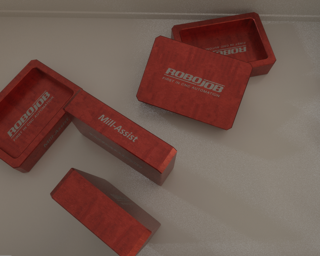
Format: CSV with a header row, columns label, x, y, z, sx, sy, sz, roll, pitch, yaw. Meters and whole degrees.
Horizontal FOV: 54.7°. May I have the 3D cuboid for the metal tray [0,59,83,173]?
label,x,y,z,sx,sy,sz,roll,pitch,yaw
metal tray,-0.173,-0.018,0.411,0.090,0.030,0.130,33,73,11

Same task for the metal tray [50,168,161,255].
label,x,y,z,sx,sy,sz,roll,pitch,yaw
metal tray,-0.047,0.087,0.320,0.090,0.130,0.030,36,81,12

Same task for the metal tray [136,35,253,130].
label,x,y,z,sx,sy,sz,roll,pitch,yaw
metal tray,0.045,-0.059,0.412,0.131,0.030,0.089,19,93,6

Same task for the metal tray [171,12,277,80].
label,x,y,z,sx,sy,sz,roll,pitch,yaw
metal tray,0.089,-0.114,0.449,0.131,0.030,0.090,-11,70,-5

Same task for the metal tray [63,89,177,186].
label,x,y,z,sx,sy,sz,roll,pitch,yaw
metal tray,-0.044,0.015,0.369,0.130,0.090,0.030,32,73,10
